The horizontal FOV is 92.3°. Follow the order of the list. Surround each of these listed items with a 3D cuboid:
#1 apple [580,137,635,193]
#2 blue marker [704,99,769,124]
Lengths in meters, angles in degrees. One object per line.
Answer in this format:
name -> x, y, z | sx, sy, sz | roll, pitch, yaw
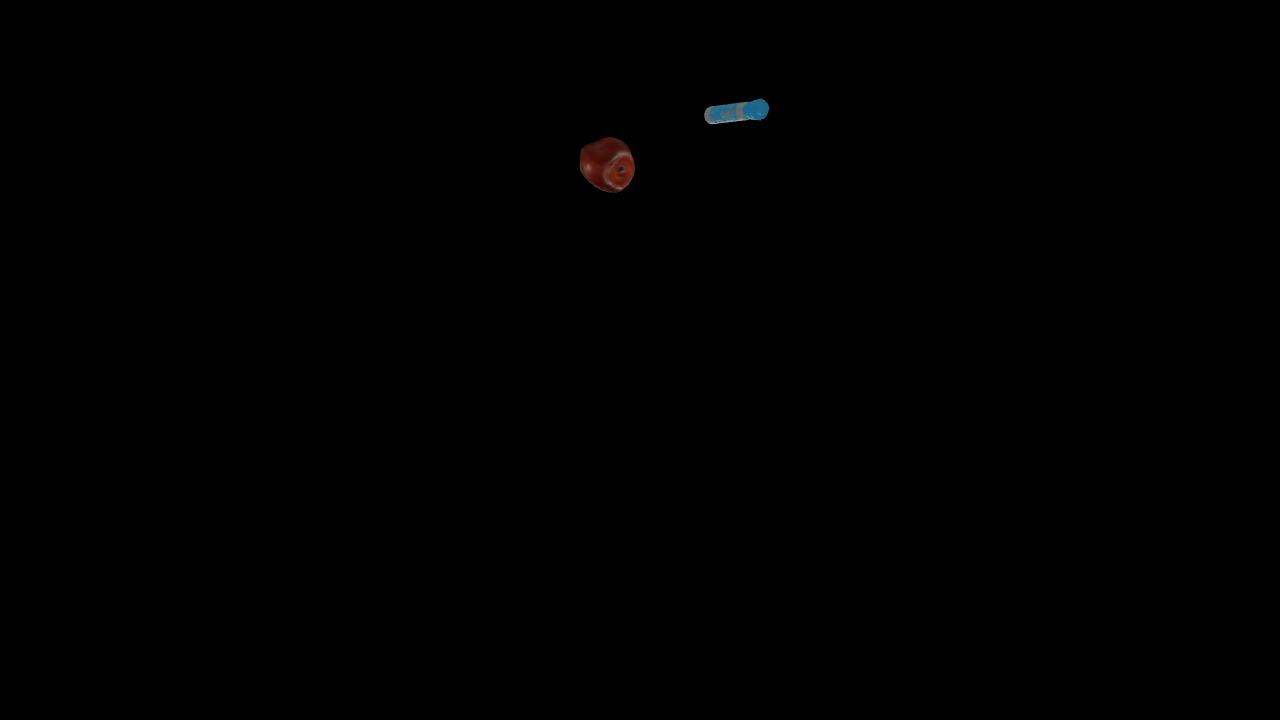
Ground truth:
apple -> -0.050, -0.298, 0.936 | 0.079, 0.079, 0.093 | 0, 26, -42
blue marker -> 0.098, -0.253, 0.630 | 0.020, 0.020, 0.121 | 0, 18, -18
